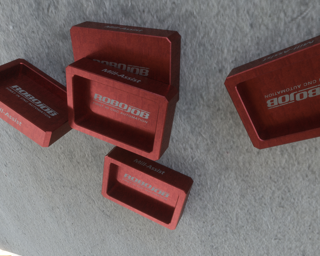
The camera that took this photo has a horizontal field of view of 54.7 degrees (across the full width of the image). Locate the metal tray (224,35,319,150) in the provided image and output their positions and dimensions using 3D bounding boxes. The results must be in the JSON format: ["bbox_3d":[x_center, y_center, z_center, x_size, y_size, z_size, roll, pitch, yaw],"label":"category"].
[{"bbox_3d":[0.142,-0.035,0.306,0.130,0.030,0.090,-18,110,34],"label":"metal tray"}]

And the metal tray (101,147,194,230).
[{"bbox_3d":[-0.023,0.091,0.470,0.130,0.030,0.089,22,127,14],"label":"metal tray"}]

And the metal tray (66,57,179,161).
[{"bbox_3d":[-0.049,-0.023,0.374,0.130,0.030,0.089,20,126,15],"label":"metal tray"}]

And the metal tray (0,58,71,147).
[{"bbox_3d":[-0.178,-0.039,0.431,0.130,0.090,0.030,33,129,6],"label":"metal tray"}]

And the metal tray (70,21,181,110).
[{"bbox_3d":[-0.042,-0.076,0.377,0.130,0.030,0.089,13,124,20],"label":"metal tray"}]
